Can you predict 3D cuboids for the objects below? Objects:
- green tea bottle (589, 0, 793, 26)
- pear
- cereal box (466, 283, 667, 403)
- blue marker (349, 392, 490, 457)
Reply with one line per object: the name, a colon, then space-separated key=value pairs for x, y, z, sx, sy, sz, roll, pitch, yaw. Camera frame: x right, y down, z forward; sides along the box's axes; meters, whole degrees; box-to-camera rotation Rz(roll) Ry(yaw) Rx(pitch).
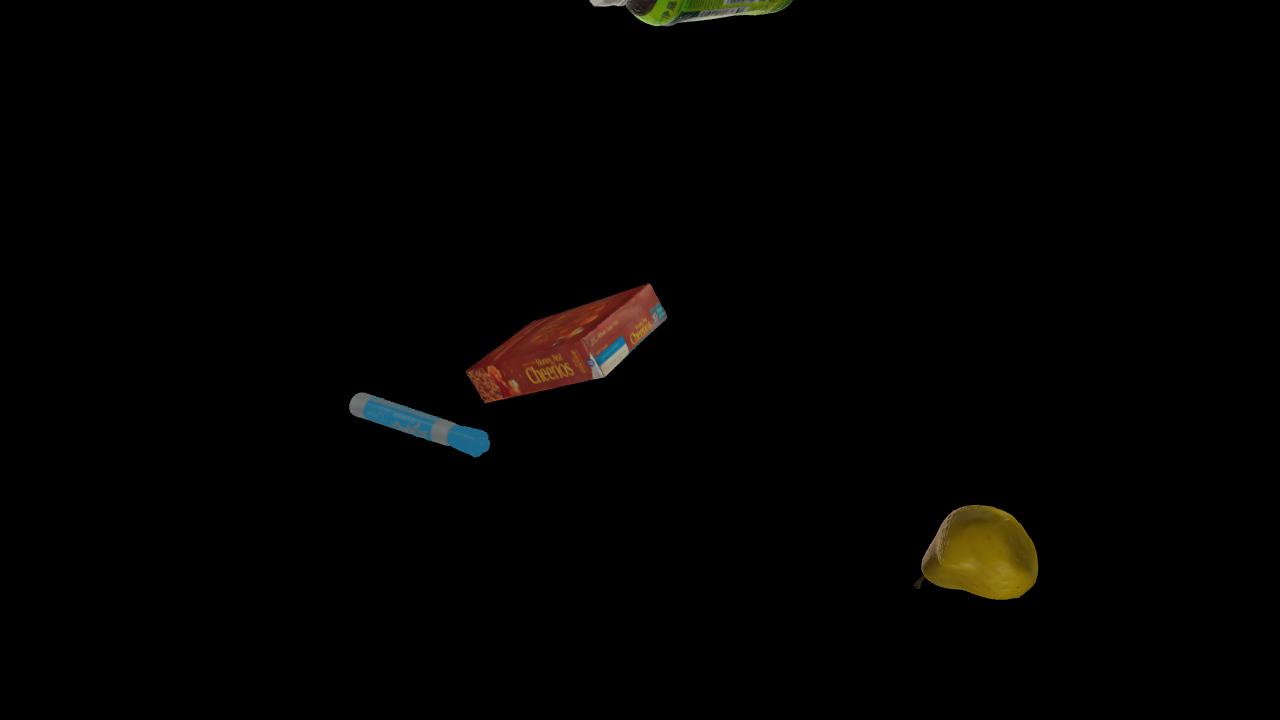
green tea bottle: x=0.048 y=-0.322 z=0.516 sx=0.212 sy=0.073 sz=0.073 roll=-27 pitch=15 yaw=-32
pear: x=0.284 y=0.174 z=0.544 sx=0.080 sy=0.080 sz=0.111 roll=0 pitch=-23 yaw=-39
cereal box: x=-0.128 y=-0.025 z=1.053 sx=0.306 sy=0.081 sz=0.203 roll=-12 pitch=22 yaw=39
blue marker: x=-0.159 y=0.046 z=0.443 sx=0.121 sy=0.020 sz=0.020 roll=13 pitch=5 yaw=22
